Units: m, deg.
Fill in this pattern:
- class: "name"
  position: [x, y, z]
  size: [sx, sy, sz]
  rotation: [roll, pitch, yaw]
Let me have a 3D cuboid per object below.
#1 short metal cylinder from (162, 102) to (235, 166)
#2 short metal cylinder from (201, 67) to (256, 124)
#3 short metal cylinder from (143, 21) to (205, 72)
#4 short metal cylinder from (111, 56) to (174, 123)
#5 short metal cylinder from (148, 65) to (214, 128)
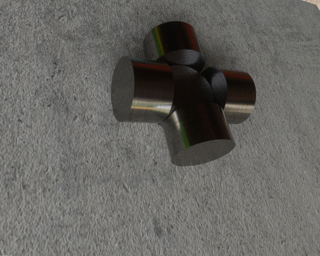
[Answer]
- class: "short metal cylinder"
  position: [0.048, 0.010, 0.391]
  size: [0.081, 0.080, 0.050]
  rotation: [0, 61, -29]
- class: "short metal cylinder"
  position: [0.092, -0.046, 0.450]
  size: [0.050, 0.080, 0.080]
  rotation: [2, 61, -28]
- class: "short metal cylinder"
  position: [0.019, -0.106, 0.445]
  size: [0.081, 0.080, 0.050]
  rotation: [2, 62, -28]
- class: "short metal cylinder"
  position: [-0.024, -0.046, 0.387]
  size: [0.050, 0.080, 0.080]
  rotation: [2, 61, -28]
- class: "short metal cylinder"
  position: [0.027, -0.040, 0.430]
  size: [0.081, 0.050, 0.080]
  rotation: [14, 56, -21]
